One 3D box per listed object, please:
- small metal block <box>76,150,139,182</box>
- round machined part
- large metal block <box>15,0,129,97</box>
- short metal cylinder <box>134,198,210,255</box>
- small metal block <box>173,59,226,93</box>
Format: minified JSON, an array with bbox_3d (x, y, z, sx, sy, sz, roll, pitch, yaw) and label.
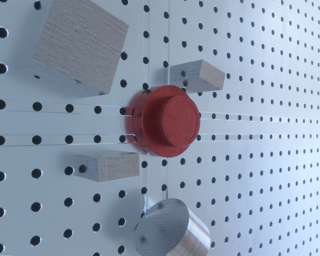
[{"bbox_3d":[-0.059,0.041,0.346,0.050,0.050,0.025,-3,92,-40],"label":"small metal block"},{"bbox_3d":[0.016,-0.009,0.413,0.099,0.042,0.097,0,90,-40],"label":"round machined part"},{"bbox_3d":[-0.088,-0.085,0.320,0.080,0.050,0.080,23,76,-38],"label":"large metal block"},{"bbox_3d":[0.015,0.136,0.389,0.050,0.080,0.080,50,60,-29],"label":"short metal cylinder"},{"bbox_3d":[0.056,-0.073,0.442,0.050,0.050,0.025,20,78,-39],"label":"small metal block"}]
